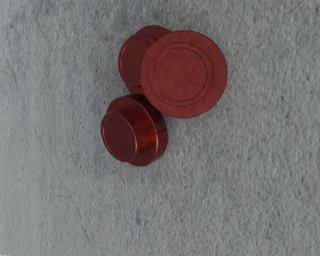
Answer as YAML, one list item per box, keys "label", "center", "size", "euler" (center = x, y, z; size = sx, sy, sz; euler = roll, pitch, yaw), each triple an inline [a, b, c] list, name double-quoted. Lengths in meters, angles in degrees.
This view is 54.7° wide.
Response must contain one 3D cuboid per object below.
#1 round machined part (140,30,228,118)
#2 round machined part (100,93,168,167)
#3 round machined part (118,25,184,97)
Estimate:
- label: "round machined part"
  center: [0.025, -0.059, 0.345]
  size: [0.098, 0.042, 0.097]
  euler: [2, 99, 11]
- label: "round machined part"
  center: [-0.040, 0.006, 0.408]
  size: [0.098, 0.042, 0.097]
  euler: [18, 119, 37]
- label: "round machined part"
  center: [-0.017, -0.086, 0.406]
  size: [0.098, 0.042, 0.097]
  euler: [0, 90, 39]
